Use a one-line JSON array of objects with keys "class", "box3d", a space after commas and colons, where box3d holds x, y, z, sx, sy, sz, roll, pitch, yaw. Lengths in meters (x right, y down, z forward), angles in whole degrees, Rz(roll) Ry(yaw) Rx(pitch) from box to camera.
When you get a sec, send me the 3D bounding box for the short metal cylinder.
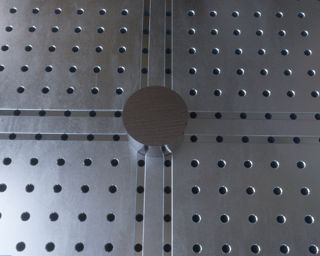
[{"class": "short metal cylinder", "box3d": [-0.006, -0.008, 0.401, 0.081, 0.050, 0.080, 0, 70, 0]}]
